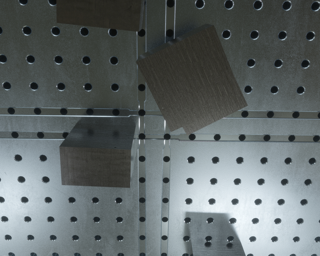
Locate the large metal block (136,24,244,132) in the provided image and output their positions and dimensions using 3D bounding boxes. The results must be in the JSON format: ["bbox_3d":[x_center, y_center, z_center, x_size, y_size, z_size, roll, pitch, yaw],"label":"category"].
[{"bbox_3d":[0.030,-0.054,0.327,0.080,0.050,0.080,-24,109,8],"label":"large metal block"}]

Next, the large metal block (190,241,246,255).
[{"bbox_3d":[0.089,0.220,0.467,0.081,0.080,0.050,2,110,-1],"label":"large metal block"}]

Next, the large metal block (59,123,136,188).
[{"bbox_3d":[-0.074,0.032,0.395,0.081,0.080,0.050,3,110,-2],"label":"large metal block"}]

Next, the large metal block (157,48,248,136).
[{"bbox_3d":[0.049,-0.050,0.382,0.080,0.050,0.080,-27,108,9],"label":"large metal block"}]

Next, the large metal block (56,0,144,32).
[{"bbox_3d":[-0.059,-0.136,0.333,0.081,0.080,0.050,5,110,-3],"label":"large metal block"}]
